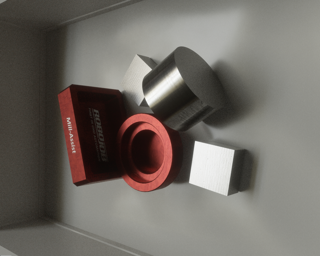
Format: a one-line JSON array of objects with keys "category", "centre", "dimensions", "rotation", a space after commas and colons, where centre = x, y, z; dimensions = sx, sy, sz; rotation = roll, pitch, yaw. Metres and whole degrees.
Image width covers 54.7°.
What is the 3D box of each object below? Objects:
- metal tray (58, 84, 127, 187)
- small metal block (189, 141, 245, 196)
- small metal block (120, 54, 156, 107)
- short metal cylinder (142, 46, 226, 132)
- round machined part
[{"category": "metal tray", "centre": [-0.084, 0.009, 0.429], "dimensions": [0.030, 0.091, 0.129], "rotation": [-22, 76, 38]}, {"category": "small metal block", "centre": [0.064, 0.044, 0.350], "dimensions": [0.050, 0.025, 0.050], "rotation": [12, 97, 40]}, {"category": "small metal block", "centre": [-0.021, -0.064, 0.420], "dimensions": [0.050, 0.025, 0.050], "rotation": [49, 119, 30]}, {"category": "short metal cylinder", "centre": [0.027, -0.043, 0.345], "dimensions": [0.050, 0.081, 0.080], "rotation": [-36, 68, 34]}, {"category": "round machined part", "centre": [-0.010, 0.030, 0.398], "dimensions": [0.098, 0.042, 0.097], "rotation": [0, 90, 39]}]
